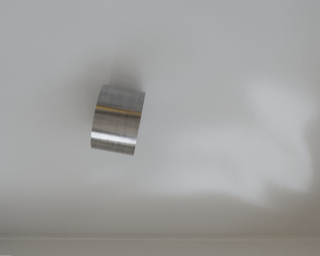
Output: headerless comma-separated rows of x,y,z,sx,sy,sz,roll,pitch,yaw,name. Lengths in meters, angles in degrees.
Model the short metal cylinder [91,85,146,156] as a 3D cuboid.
-0.050,-0.009,0.378,0.050,0.080,0.079,11,110,-4,short metal cylinder
